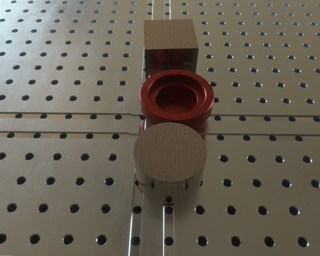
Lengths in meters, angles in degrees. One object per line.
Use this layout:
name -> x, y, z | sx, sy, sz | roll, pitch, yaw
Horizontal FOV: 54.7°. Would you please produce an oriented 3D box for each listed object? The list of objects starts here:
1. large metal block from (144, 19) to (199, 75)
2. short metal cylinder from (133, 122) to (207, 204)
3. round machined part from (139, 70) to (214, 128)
large metal block -> 0.015, -0.132, 0.502 | 0.081, 0.050, 0.080 | -2, 50, -2
short metal cylinder -> 0.011, 0.040, 0.358 | 0.081, 0.050, 0.080 | 0, 50, 0
round machined part -> 0.022, -0.033, 0.424 | 0.099, 0.042, 0.098 | 0, 50, 0
